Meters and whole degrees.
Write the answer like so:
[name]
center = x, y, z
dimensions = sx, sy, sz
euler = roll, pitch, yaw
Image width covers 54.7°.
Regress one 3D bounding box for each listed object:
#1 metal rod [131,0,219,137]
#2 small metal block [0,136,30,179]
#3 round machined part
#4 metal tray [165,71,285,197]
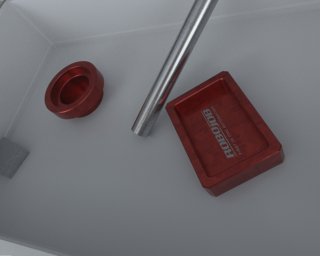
[metal rod]
center = 0.039, -0.120, 0.374
dimensions = 0.025, 0.025, 0.298
euler = 42, 112, 38
[small metal block]
center = -0.249, 0.048, 0.504
dimensions = 0.050, 0.025, 0.050
euler = 20, 72, 35
[round machined part]
center = -0.131, -0.056, 0.495
dimensions = 0.098, 0.042, 0.098
euler = -13, 56, 20
[metal tray]
center = 0.070, 0.002, 0.363
dimensions = 0.090, 0.030, 0.130
euler = -30, 52, 8
